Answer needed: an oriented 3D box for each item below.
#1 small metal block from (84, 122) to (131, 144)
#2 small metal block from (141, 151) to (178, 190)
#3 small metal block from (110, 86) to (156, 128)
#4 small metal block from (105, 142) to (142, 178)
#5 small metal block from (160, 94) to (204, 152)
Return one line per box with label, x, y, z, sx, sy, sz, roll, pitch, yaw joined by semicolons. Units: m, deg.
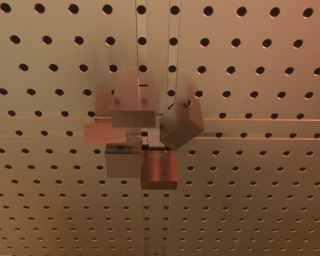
small metal block;-0.065;0.005;0.396;0.050;0.050;0.025;-3;92;2
small metal block;-0.001;0.060;0.444;0.050;0.050;0.025;1;141;-1
small metal block;-0.030;-0.026;0.373;0.050;0.050;0.025;1;130;-1
small metal block;-0.051;0.047;0.451;0.050;0.025;0.050;1;130;-1
small metal block;0.026;-0.007;0.390;0.025;0.050;0.050;36;121;-27
